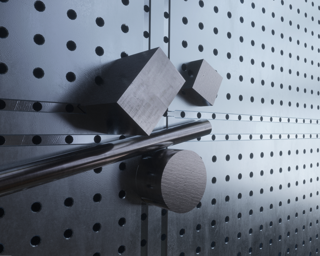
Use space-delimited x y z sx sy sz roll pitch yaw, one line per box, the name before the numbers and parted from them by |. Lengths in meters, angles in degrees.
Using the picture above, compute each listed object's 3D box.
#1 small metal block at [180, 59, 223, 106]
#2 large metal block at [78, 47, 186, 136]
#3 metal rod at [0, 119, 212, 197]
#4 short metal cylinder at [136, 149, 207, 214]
small metal block | 0.063 -0.067 0.465 0.050 0.025 0.050 35 69 -35
large metal block | -0.032 -0.039 0.348 0.050 0.080 0.080 48 61 -30
metal rod | -0.045 0.026 0.373 0.302 0.025 0.025 -14 99 -39
short metal cylinder | 0.016 0.067 0.408 0.081 0.050 0.079 0 91 -40
